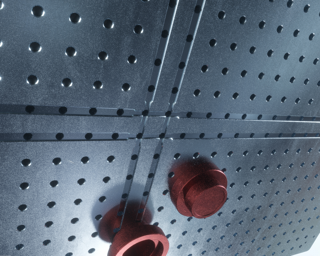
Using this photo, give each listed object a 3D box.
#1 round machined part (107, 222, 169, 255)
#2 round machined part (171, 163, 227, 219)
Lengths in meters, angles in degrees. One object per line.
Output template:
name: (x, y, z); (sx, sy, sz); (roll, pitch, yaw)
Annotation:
round machined part: (-0.038, 0.192, 0.500); (0.099, 0.042, 0.097); (-14, 125, -21)
round machined part: (0.071, 0.109, 0.509); (0.099, 0.042, 0.097); (-14, 124, -21)
